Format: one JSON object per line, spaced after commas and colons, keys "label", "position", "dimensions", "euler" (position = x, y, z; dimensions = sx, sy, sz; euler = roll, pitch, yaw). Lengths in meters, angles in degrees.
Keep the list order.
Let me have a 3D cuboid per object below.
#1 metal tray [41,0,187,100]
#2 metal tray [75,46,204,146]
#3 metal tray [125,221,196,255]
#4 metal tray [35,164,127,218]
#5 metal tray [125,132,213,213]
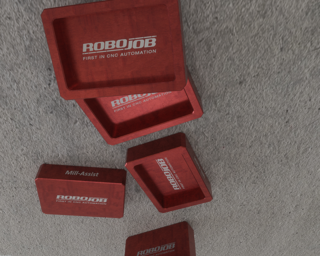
{"label": "metal tray", "position": [-0.042, -0.079, 0.309], "dimensions": [0.131, 0.030, 0.089], "euler": [-4, 110, 9]}
{"label": "metal tray", "position": [-0.024, -0.035, 0.373], "dimensions": [0.130, 0.030, 0.090], "euler": [-18, 128, 14]}
{"label": "metal tray", "position": [-0.001, 0.230, 0.560], "dimensions": [0.130, 0.090, 0.030], "euler": [-21, 127, 17]}
{"label": "metal tray", "position": [-0.121, 0.101, 0.489], "dimensions": [0.131, 0.030, 0.089], "euler": [5, 130, -4]}
{"label": "metal tray", "position": [0.017, 0.072, 0.464], "dimensions": [0.090, 0.030, 0.130], "euler": [-18, 128, 14]}
